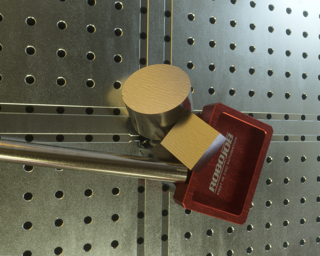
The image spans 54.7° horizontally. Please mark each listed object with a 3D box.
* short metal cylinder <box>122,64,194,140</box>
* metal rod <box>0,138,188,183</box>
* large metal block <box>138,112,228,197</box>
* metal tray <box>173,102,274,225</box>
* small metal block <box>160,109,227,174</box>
[{"bbox_3d":[-0.001,-0.032,0.377,0.080,0.080,0.050,-37,145,-17],"label":"short metal cylinder"},{"bbox_3d":[-0.119,0.031,0.338,0.302,0.025,0.025,8,87,-9],"label":"metal rod"},{"bbox_3d":[0.032,0.035,0.411,0.080,0.050,0.080,-37,102,-17],"label":"large metal block"},{"bbox_3d":[0.080,0.044,0.385,0.091,0.030,0.129,22,82,-19],"label":"metal tray"},{"bbox_3d":[0.038,0.015,0.350,0.050,0.050,0.025,-53,147,5],"label":"small metal block"}]
